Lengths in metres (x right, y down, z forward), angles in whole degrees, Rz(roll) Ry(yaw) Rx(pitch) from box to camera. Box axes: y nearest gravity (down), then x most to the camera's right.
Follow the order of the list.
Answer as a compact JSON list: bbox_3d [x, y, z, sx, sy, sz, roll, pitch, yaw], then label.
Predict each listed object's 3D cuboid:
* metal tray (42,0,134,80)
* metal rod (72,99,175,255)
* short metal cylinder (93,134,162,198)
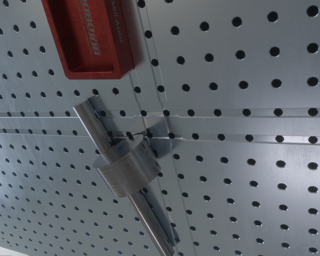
[{"bbox_3d":[-0.090,-0.125,0.377,0.090,0.030,0.129,4,120,26],"label":"metal tray"},{"bbox_3d":[-0.051,0.091,0.493,0.025,0.025,0.299,-15,111,34],"label":"metal rod"},{"bbox_3d":[-0.045,0.052,0.431,0.080,0.080,0.050,-19,108,35],"label":"short metal cylinder"}]
